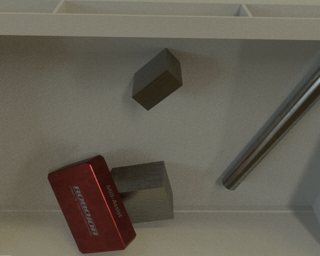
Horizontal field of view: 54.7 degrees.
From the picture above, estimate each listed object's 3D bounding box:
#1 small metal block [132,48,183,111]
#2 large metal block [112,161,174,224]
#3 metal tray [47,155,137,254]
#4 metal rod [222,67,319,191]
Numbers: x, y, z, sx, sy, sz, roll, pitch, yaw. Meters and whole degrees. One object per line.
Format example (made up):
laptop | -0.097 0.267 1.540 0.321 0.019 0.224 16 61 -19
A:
small metal block | -0.003 -0.055 0.346 0.050 0.050 0.025 -35 122 25
large metal block | -0.026 0.101 0.479 0.080 0.050 0.080 -9 130 7
metal tray | -0.098 0.112 0.443 0.090 0.030 0.129 -19 95 31
metal rod | 0.168 -0.017 0.397 0.025 0.025 0.298 18 128 -15
